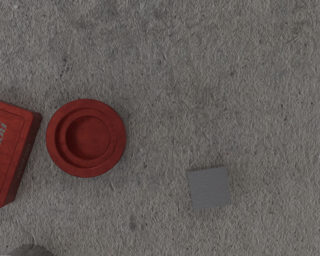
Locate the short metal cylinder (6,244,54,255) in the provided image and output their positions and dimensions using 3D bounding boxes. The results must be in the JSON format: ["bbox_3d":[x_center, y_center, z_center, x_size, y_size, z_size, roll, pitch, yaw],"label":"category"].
[{"bbox_3d":[-0.176,0.198,0.396,0.081,0.050,0.080,0,90,0],"label":"short metal cylinder"}]

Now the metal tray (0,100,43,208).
[{"bbox_3d":[-0.221,0.028,0.405,0.090,0.030,0.129,19,90,0],"label":"metal tray"}]

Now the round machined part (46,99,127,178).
[{"bbox_3d":[-0.091,0.012,0.401,0.099,0.042,0.097,0,90,0],"label":"round machined part"}]

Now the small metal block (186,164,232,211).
[{"bbox_3d":[0.064,0.078,0.411,0.050,0.025,0.050,-9,90,0],"label":"small metal block"}]
